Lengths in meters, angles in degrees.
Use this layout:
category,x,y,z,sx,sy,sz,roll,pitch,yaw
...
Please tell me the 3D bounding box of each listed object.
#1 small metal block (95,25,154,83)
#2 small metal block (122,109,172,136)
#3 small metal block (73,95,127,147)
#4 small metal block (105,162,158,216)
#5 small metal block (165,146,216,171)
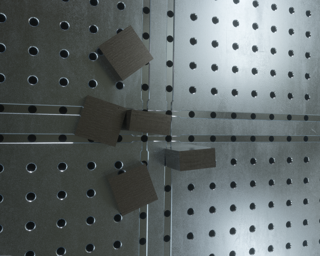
category,x,y,z,sx,sy,sz,roll,pitch,yaw
small metal block,-0.045,-0.093,0.396,0.050,0.025,0.050,-39,103,-16
small metal block,-0.019,-0.006,0.392,0.050,0.050,0.025,8,88,-20
small metal block,-0.074,-0.008,0.385,0.050,0.025,0.050,18,84,-19
small metal block,-0.037,0.077,0.399,0.050,0.025,0.050,-21,97,-19
small metal block,0.039,0.039,0.414,0.050,0.050,0.025,-4,92,-20
